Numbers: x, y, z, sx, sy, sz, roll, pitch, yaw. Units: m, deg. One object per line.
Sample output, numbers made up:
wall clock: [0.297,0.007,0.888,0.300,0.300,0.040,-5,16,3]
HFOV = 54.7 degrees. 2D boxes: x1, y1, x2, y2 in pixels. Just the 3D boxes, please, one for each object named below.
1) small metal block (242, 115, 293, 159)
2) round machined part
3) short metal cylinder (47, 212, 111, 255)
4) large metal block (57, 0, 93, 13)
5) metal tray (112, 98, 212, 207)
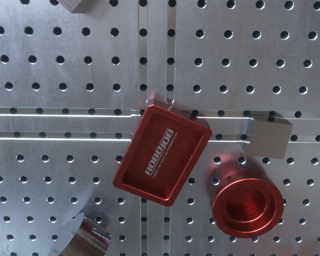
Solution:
small metal block: [0.144,0.012,0.419,0.050,0.025,0.050,6,110,-3]
round machined part: [0.121,0.105,0.444,0.099,0.042,0.097,0,110,0]
short metal cylinder: [-0.116,0.170,0.446,0.050,0.080,0.080,42,105,-14]
large metal block: [-0.096,-0.183,0.332,0.080,0.050,0.080,41,105,-14]
metal tray: [0.001,0.036,0.423,0.090,0.030,0.129,23,108,-9]
